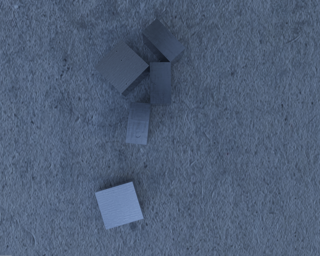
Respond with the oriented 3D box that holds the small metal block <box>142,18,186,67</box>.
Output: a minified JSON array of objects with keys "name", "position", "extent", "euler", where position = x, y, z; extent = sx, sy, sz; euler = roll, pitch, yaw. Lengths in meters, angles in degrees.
[{"name":"small metal block","position":[0.004,-0.106,0.397],"extent":[0.025,0.050,0.050],"euler":[-44,90,0]}]

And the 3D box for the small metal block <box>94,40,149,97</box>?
[{"name":"small metal block","position":[-0.048,-0.078,0.407],"extent":[0.050,0.025,0.050],"euler":[44,90,6]}]

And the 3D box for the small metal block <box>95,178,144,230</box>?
[{"name":"small metal block","position":[-0.052,0.100,0.410],"extent":[0.050,0.025,0.050],"euler":[-17,90,0]}]

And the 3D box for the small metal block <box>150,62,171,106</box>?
[{"name":"small metal block","position":[0.001,-0.055,0.397],"extent":[0.025,0.050,0.050],"euler":[-1,90,0]}]

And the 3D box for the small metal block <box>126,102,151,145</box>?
[{"name":"small metal block","position":[-0.026,-0.006,0.397],"extent":[0.025,0.050,0.050],"euler":[6,90,0]}]
